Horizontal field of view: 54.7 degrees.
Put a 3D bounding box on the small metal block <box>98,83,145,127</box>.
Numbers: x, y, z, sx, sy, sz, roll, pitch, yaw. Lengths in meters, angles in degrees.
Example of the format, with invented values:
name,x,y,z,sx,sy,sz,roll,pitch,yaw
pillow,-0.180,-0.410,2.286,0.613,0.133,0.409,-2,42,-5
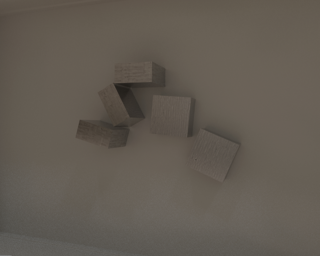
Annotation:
name,x,y,z,sx,sy,sz,roll,pitch,yaw
small metal block,-0.050,-0.030,0.414,0.025,0.050,0.050,-29,81,17

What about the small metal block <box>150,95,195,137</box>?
name,x,y,z,sx,sy,sz,roll,pitch,yaw
small metal block,0.017,-0.016,0.404,0.050,0.025,0.050,6,92,19

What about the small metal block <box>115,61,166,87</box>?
name,x,y,z,sx,sy,sz,roll,pitch,yaw
small metal block,-0.025,-0.068,0.405,0.050,0.050,0.025,1,91,19

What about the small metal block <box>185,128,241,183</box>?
name,x,y,z,sx,sy,sz,roll,pitch,yaw
small metal block,0.067,0.033,0.387,0.050,0.025,0.050,24,98,18

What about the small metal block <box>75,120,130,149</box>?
name,x,y,z,sx,sy,sz,roll,pitch,yaw
small metal block,-0.077,0.008,0.423,0.050,0.050,0.025,16,96,19
